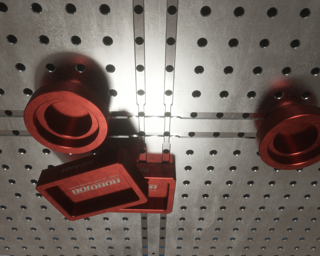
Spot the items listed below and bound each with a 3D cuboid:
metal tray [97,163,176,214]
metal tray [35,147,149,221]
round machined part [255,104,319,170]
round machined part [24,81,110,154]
[{"bbox_3d":[-0.043,0.096,0.489,0.131,0.030,0.089,2,130,-3],"label":"metal tray"},{"bbox_3d":[-0.092,0.082,0.437,0.130,0.030,0.090,-17,128,14],"label":"metal tray"},{"bbox_3d":[0.176,0.008,0.410,0.099,0.042,0.097,-1,130,0],"label":"round machined part"},{"bbox_3d":[-0.111,-0.017,0.385,0.099,0.042,0.097,-1,130,0],"label":"round machined part"}]
